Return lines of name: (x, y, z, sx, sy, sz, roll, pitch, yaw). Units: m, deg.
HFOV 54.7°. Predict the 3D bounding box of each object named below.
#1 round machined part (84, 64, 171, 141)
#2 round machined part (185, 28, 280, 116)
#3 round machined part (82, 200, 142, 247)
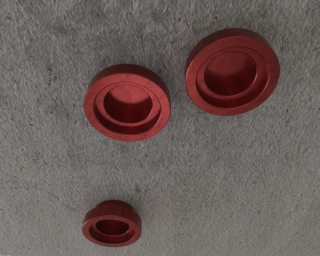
round machined part: (-0.037, -0.033, 0.367, 0.099, 0.042, 0.097, 0, 130, 0)
round machined part: (0.076, -0.064, 0.342, 0.099, 0.042, 0.097, 0, 130, 0)
round machined part: (-0.080, 0.161, 0.532, 0.099, 0.042, 0.097, 0, 130, 0)
